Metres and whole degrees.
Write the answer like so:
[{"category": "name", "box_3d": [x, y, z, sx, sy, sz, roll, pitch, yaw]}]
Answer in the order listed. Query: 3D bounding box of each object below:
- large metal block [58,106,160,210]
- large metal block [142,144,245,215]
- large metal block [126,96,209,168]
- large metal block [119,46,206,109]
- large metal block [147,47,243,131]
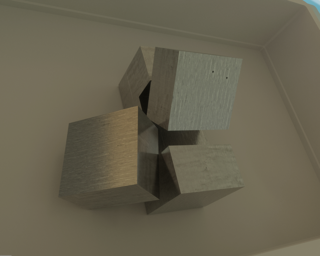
[{"category": "large metal block", "box_3d": [-0.048, 0.032, 0.313, 0.050, 0.080, 0.080, 51, 32, -54]}, {"category": "large metal block", "box_3d": [0.033, 0.058, 0.351, 0.081, 0.080, 0.050, 0, 62, -29]}, {"category": "large metal block", "box_3d": [0.009, 0.008, 0.391, 0.081, 0.050, 0.080, -1, 62, -29]}, {"category": "large metal block", "box_3d": [0.001, -0.057, 0.404, 0.081, 0.080, 0.050, -1, 63, -29]}, {"category": "large metal block", "box_3d": [0.037, -0.043, 0.344, 0.081, 0.079, 0.050, -1, 17, -29]}]
